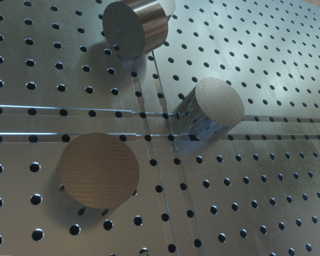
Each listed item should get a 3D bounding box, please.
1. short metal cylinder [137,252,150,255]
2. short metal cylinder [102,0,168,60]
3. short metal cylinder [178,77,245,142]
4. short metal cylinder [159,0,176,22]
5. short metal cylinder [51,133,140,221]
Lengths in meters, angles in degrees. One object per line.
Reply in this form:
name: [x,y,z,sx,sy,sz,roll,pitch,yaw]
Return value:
short metal cylinder: [-0.033,0.150,0.263,0.081,0.080,0.050,-22,74,-36]
short metal cylinder: [-0.035,-0.144,0.441,0.080,0.080,0.050,48,51,5]
short metal cylinder: [0.073,-0.026,0.447,0.081,0.050,0.080,14,56,-21]
short metal cylinder: [-0.022,-0.191,0.497,0.081,0.050,0.080,14,56,-21]
short metal cylinder: [-0.068,0.051,0.324,0.081,0.050,0.080,14,56,-21]
